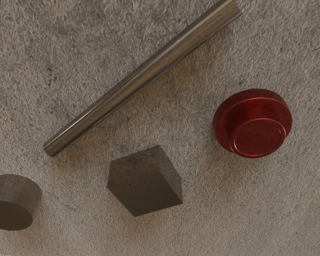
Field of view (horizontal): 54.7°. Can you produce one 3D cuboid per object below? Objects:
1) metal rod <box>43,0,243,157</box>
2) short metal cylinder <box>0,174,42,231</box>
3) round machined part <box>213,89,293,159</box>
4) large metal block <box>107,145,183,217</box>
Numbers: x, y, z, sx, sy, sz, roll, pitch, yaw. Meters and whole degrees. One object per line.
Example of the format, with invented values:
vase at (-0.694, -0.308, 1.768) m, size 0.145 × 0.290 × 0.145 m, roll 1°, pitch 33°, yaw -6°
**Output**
metal rod at (-0.038, -0.046, 0.367) m, size 0.299 × 0.025 × 0.025 m, roll -34°, pitch 123°, yaw 25°
short metal cylinder at (-0.235, 0.118, 0.489) m, size 0.081 × 0.050 × 0.079 m, roll 0°, pitch 130°, yaw 0°
round machined part at (0.121, 0.002, 0.399) m, size 0.099 × 0.042 × 0.097 m, roll 0°, pitch 130°, yaw 0°
large metal block at (-0.020, 0.080, 0.459) m, size 0.080 × 0.050 × 0.080 m, roll -20°, pitch 128°, yaw 16°
